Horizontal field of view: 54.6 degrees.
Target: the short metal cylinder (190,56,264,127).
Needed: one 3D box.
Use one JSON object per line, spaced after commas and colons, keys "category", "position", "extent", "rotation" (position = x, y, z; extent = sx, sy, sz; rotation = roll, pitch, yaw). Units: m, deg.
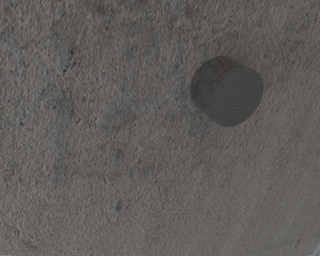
{"category": "short metal cylinder", "position": [0.087, -0.048, 0.407], "extent": [0.081, 0.050, 0.080], "rotation": [-14, 124, -21]}
